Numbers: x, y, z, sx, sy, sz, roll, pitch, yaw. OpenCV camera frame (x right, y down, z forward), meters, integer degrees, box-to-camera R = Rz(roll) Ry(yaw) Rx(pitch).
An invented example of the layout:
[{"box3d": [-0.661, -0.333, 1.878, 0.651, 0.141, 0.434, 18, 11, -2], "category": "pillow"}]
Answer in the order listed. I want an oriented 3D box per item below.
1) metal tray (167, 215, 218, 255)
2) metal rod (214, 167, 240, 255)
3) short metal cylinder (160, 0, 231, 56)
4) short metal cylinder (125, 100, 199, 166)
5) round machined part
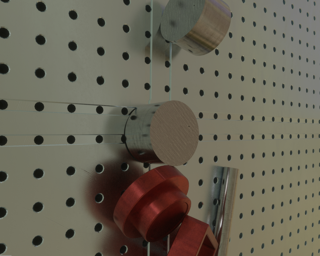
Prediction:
[{"box3d": [0.040, 0.175, 0.401, 0.090, 0.030, 0.130, -62, 153, -21], "category": "metal tray"}, {"box3d": [0.091, 0.211, 0.485, 0.025, 0.025, 0.299, 17, 79, -39], "category": "metal rod"}, {"box3d": [0.046, -0.143, 0.412, 0.050, 0.080, 0.080, 18, 79, -39], "category": "short metal cylinder"}, {"box3d": [0.003, 0.007, 0.394, 0.081, 0.050, 0.080, 2, 86, -40], "category": "short metal cylinder"}, {"box3d": [-0.002, 0.095, 0.366, 0.099, 0.042, 0.097, -29, 141, -26], "category": "round machined part"}]
